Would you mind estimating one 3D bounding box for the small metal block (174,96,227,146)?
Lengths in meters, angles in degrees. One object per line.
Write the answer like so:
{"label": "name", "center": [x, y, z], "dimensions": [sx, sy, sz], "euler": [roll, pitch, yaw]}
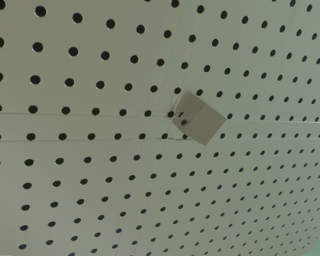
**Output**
{"label": "small metal block", "center": [0.058, -0.009, 0.436], "dimensions": [0.050, 0.025, 0.050], "euler": [30, 102, -38]}
